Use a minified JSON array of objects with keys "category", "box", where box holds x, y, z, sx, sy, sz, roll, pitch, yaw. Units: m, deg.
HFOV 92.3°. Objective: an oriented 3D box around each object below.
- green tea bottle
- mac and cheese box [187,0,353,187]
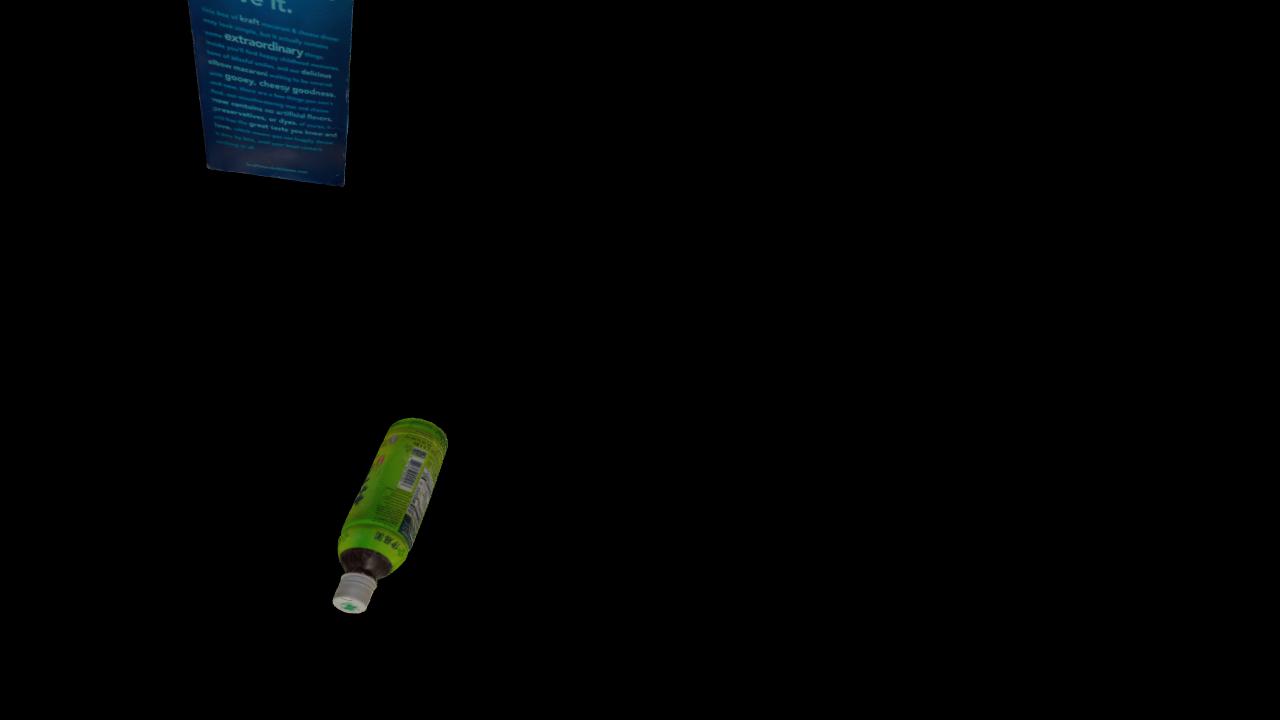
[{"category":"green tea bottle","box":[-0.259,0.154,0.635,0.073,0.073,0.212,0,38,1]},{"category":"mac and cheese box","box":[-0.247,-0.210,0.417,0.093,0.041,0.184,1,-42,-28]}]
